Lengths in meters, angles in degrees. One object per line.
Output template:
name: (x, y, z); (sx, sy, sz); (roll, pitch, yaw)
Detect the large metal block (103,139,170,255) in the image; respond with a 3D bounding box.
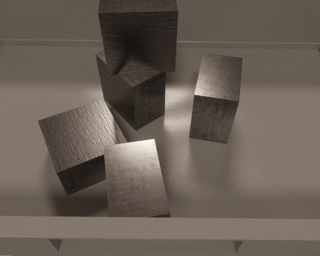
large metal block: (-0.023, 0.070, 0.310); (0.050, 0.080, 0.080); (-8, 51, -7)

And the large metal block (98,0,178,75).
large metal block: (-0.024, -0.110, 0.358); (0.081, 0.080, 0.050); (-3, 50, -3)

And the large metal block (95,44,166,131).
large metal block: (-0.038, -0.057, 0.417); (0.050, 0.080, 0.080); (-32, 57, -24)

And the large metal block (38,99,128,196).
large metal block: (-0.089, 0.021, 0.370); (0.081, 0.050, 0.080); (-21, 54, -18)

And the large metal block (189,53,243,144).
large metal block: (0.072, -0.038, 0.402); (0.050, 0.080, 0.080); (10, 51, 8)
